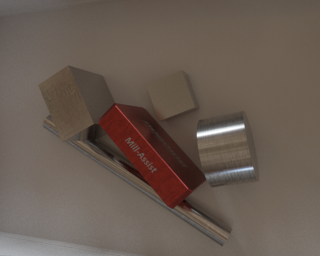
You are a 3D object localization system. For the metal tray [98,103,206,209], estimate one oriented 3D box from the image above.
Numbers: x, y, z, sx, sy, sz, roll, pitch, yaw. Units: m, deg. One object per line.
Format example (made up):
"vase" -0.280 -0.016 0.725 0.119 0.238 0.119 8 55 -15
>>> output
"metal tray" -0.006 0.029 0.375 0.030 0.090 0.130 -45 77 14

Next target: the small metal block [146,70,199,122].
"small metal block" 0.017 -0.040 0.401 0.050 0.025 0.050 -21 83 18

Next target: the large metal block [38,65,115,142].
"large metal block" -0.102 -0.030 0.414 0.050 0.080 0.080 -28 81 18

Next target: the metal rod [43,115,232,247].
"metal rod" -0.042 0.062 0.423 0.301 0.025 0.025 30 100 17

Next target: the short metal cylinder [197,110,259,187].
"short metal cylinder" 0.078 0.024 0.351 0.050 0.080 0.080 -12 86 20
